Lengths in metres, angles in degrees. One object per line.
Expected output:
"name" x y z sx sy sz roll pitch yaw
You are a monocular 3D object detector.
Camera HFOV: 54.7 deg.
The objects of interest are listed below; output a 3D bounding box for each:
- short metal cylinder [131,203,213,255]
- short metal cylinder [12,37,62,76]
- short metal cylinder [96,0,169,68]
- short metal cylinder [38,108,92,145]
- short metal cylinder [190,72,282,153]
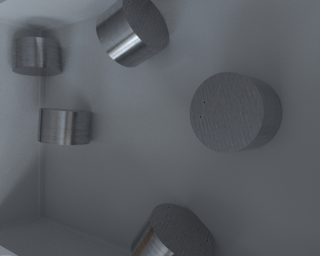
"short metal cylinder" 0.014 0.135 0.358 0.080 0.081 0.050 45 117 30
"short metal cylinder" -0.217 -0.124 0.546 0.080 0.081 0.050 -3 88 39
"short metal cylinder" -0.034 -0.125 0.397 0.050 0.081 0.080 -24 75 37
"short metal cylinder" -0.150 -0.004 0.492 0.080 0.081 0.050 8 96 39
"short metal cylinder" 0.079 -0.015 0.324 0.080 0.050 0.079 0 90 39
